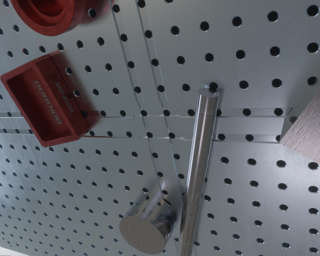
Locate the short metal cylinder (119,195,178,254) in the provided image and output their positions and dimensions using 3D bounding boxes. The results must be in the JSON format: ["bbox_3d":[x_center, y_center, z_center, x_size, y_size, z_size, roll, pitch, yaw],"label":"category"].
[{"bbox_3d":[-0.018,0.156,0.501,0.080,0.050,0.079,13,124,21],"label":"short metal cylinder"}]

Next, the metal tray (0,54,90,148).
[{"bbox_3d":[-0.176,-0.037,0.477,0.090,0.030,0.129,-12,112,33],"label":"metal tray"}]

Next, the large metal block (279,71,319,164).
[{"bbox_3d":[0.176,-0.007,0.298,0.080,0.050,0.079,29,128,9],"label":"large metal block"}]

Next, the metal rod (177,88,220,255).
[{"bbox_3d":[0.049,0.084,0.437,0.025,0.025,0.298,16,125,19],"label":"metal rod"}]

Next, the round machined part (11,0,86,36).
[{"bbox_3d":[-0.128,-0.163,0.367,0.098,0.042,0.097,13,124,21],"label":"round machined part"}]
